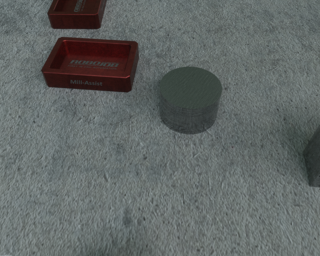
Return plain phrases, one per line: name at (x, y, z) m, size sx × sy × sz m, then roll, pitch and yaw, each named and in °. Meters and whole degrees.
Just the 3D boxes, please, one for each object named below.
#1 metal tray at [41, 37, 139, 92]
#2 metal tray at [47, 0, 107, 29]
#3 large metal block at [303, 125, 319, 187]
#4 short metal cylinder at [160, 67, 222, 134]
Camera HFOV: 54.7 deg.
metal tray at (-0.104, -0.101, 0.483) m, size 0.131 × 0.030 × 0.090 m, roll 4°, pitch 50°, yaw 3°
metal tray at (-0.155, -0.241, 0.601) m, size 0.091 × 0.030 × 0.130 m, roll 0°, pitch 50°, yaw 0°
large metal block at (0.219, 0.028, 0.345) m, size 0.080 × 0.080 × 0.050 m, roll 5°, pitch 50°, yaw 4°
short metal cylinder at (0.040, -0.038, 0.419) m, size 0.081 × 0.050 × 0.080 m, roll 0°, pitch 50°, yaw 0°
